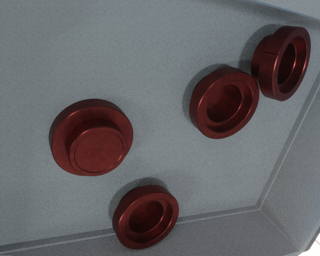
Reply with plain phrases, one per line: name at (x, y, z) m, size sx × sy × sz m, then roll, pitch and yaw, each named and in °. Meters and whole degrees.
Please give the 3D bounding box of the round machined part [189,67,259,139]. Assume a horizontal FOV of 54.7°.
round machined part at (0.082, -0.037, 0.422) m, size 0.099 × 0.042 × 0.097 m, roll -14°, pitch 125°, yaw -21°

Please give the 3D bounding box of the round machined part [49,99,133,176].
round machined part at (-0.078, 0.018, 0.368) m, size 0.099 × 0.042 × 0.097 m, roll -14°, pitch 125°, yaw -21°

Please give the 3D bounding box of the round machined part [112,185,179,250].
round machined part at (-0.024, 0.126, 0.459) m, size 0.099 × 0.042 × 0.097 m, roll -13°, pitch 118°, yaw -26°

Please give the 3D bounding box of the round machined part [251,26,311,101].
round machined part at (0.161, -0.089, 0.421) m, size 0.099 × 0.042 × 0.097 m, roll -22°, pitch 123°, yaw -38°
